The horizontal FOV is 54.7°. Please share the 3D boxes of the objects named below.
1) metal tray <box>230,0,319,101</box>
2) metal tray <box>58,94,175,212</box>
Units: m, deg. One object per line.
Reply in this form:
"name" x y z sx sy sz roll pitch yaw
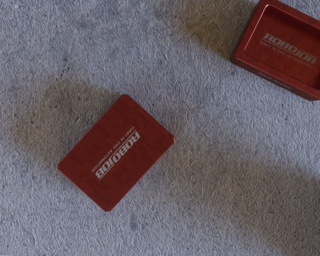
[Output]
"metal tray" 0.171 -0.103 0.408 0.131 0.030 0.090 26 90 0
"metal tray" -0.055 0.032 0.407 0.090 0.030 0.130 43 90 0
